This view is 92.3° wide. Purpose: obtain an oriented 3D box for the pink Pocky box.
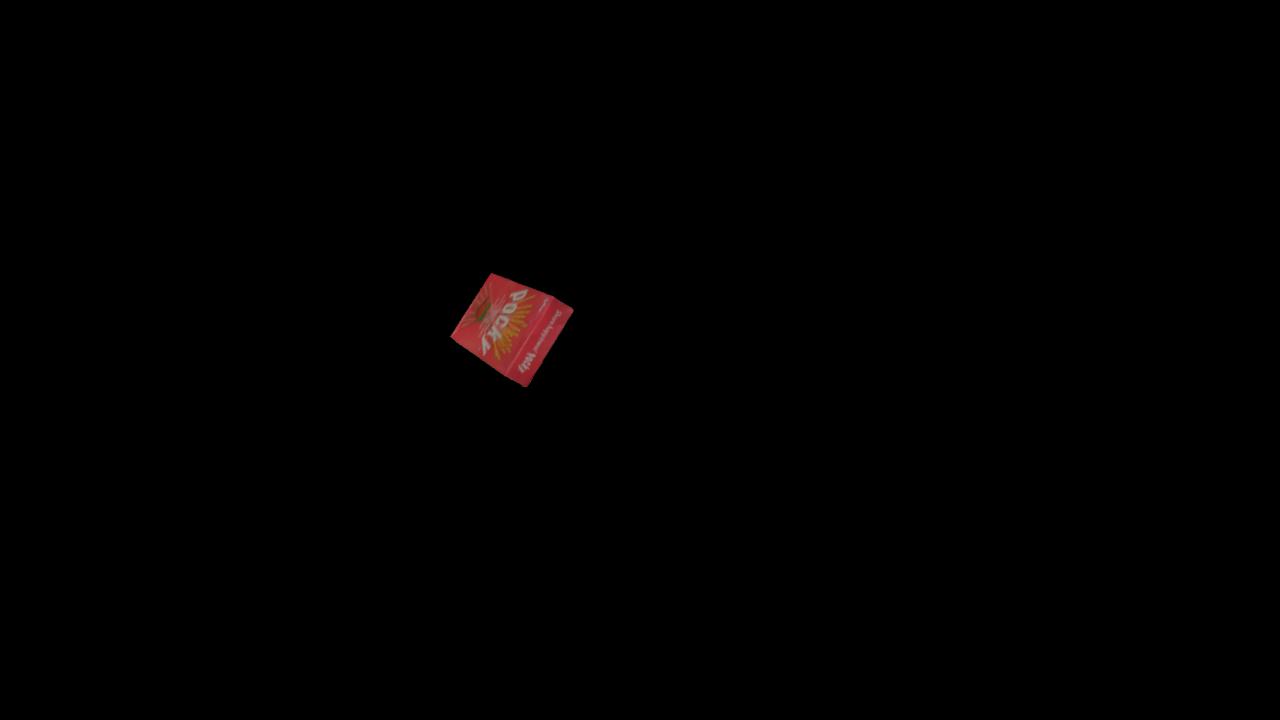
[{"bbox_3d":[-0.130,-0.035,0.603,0.029,0.084,0.155,35,-6,-37],"label":"pink Pocky box"}]
